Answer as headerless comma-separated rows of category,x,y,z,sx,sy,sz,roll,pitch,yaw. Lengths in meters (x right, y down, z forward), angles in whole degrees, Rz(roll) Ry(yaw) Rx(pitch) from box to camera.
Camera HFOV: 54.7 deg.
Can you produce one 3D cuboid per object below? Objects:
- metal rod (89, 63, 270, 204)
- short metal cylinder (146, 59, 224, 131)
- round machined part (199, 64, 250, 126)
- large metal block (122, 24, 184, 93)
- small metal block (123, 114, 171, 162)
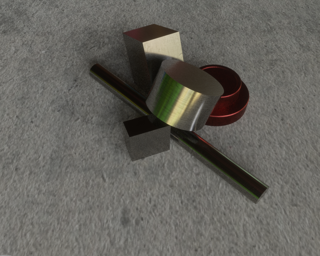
metal rod,0.008,-0.007,0.411,0.300,0.025,0.025,38,59,27
short metal cylinder,0.029,-0.041,0.375,0.080,0.050,0.080,19,31,-12
round machined part,0.077,-0.053,0.438,0.099,0.042,0.098,0,50,0
large metal block,-0.008,-0.095,0.435,0.050,0.080,0.080,-22,32,-16
small metal block,-0.016,0.011,0.380,0.050,0.050,0.025,-16,52,-14
